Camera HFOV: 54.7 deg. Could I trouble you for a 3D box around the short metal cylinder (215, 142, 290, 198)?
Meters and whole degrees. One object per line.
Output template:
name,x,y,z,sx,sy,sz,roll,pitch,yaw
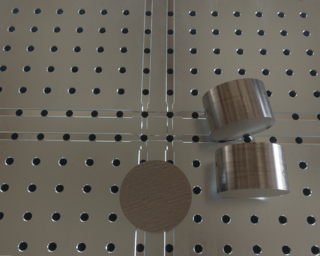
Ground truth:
short metal cylinder,0.106,0.052,0.364,0.081,0.080,0.050,0,70,0

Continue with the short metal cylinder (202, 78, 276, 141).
short metal cylinder,0.098,-0.021,0.391,0.081,0.080,0.050,-9,71,-3

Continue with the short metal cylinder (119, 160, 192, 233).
short metal cylinder,-0.005,0.083,0.368,0.081,0.050,0.080,0,70,0
